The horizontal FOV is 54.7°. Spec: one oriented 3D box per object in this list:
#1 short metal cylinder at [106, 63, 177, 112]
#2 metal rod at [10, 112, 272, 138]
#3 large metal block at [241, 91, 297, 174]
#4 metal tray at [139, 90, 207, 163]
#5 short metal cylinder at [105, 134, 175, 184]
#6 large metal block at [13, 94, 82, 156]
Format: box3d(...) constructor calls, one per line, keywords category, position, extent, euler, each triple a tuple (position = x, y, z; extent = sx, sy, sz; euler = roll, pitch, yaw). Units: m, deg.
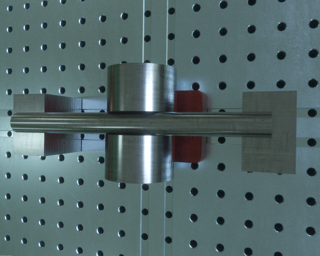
box3d(category="short metal cylinder", position=(-0.021, -0.043, 0.359), extent=(0.080, 0.080, 0.050), euler=(1, 91, 20))
box3d(category="metal rod", position=(-0.037, -0.005, 0.340), extent=(0.301, 0.025, 0.025), euler=(1, 90, 19))
box3d(category="large metal block", position=(0.120, 0.004, 0.340), extent=(0.050, 0.080, 0.080), euler=(1, 90, 20))
box3d(category="metal tray", position=(-0.005, -0.003, 0.412), extent=(0.130, 0.030, 0.089), euler=(2, 91, 19))
box3d(category="short metal cylinder", position=(-0.023, 0.032, 0.360), extent=(0.080, 0.080, 0.050), euler=(1, 91, 20))
box3d(category="large metal block", position=(-0.156, -0.004, 0.437), extent=(0.050, 0.080, 0.080), euler=(1, 90, 20))
